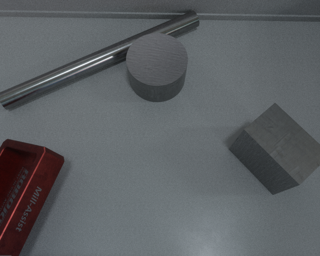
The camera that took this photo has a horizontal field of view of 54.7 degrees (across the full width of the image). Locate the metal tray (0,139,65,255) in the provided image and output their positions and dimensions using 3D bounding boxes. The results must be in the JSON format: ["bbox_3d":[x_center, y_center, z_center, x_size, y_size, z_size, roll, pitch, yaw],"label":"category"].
[{"bbox_3d":[-0.173,0.081,0.352,0.090,0.030,0.130,6,66,36],"label":"metal tray"}]

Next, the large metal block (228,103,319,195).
[{"bbox_3d":[0.137,0.028,0.372,0.050,0.080,0.080,-39,75,-13],"label":"large metal block"}]

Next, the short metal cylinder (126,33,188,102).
[{"bbox_3d":[-0.004,-0.082,0.426,0.081,0.050,0.080,0,70,0],"label":"short metal cylinder"}]

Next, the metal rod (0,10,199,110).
[{"bbox_3d":[-0.080,-0.101,0.445,0.302,0.025,0.025,-26,72,-10],"label":"metal rod"}]
